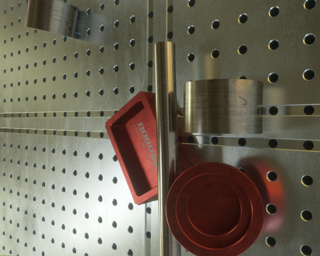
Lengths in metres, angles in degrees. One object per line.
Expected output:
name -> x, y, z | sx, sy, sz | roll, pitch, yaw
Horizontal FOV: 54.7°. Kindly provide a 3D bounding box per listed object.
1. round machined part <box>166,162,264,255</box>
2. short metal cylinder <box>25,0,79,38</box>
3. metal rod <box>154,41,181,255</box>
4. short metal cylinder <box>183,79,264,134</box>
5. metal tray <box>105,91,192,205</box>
round machined part -> 0.058, 0.085, 0.333 | 0.098, 0.042, 0.097 | -1, 86, 12
short metal cylinder -> -0.182, -0.187, 0.524 | 0.080, 0.081, 0.050 | 21, 104, 38
metal rod -> 0.009, 0.051, 0.361 | 0.025, 0.025, 0.298 | -3, 88, 40
short metal cylinder -> 0.065, -0.020, 0.320 | 0.080, 0.081, 0.050 | 1, 91, 40
metal tray -> -0.018, 0.027, 0.421 | 0.090, 0.030, 0.130 | -37, 67, 33
